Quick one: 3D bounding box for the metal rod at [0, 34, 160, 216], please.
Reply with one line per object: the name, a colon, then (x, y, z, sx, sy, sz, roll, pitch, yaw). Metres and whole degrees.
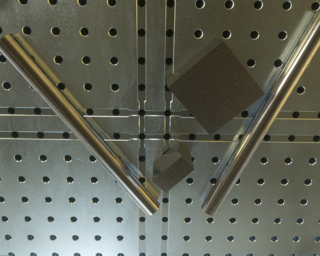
metal rod: (-0.099, 0.007, 0.414, 0.025, 0.025, 0.300, -35, 107, 11)

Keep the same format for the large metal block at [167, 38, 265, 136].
large metal block: (0.065, -0.052, 0.382, 0.080, 0.050, 0.080, -39, 106, 13)

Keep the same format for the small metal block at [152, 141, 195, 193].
small metal block: (0.017, 0.052, 0.420, 0.050, 0.050, 0.025, -42, 105, 13)

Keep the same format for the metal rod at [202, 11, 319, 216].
metal rod: (0.134, -0.005, 0.413, 0.025, 0.025, 0.298, 23, 108, -9)
